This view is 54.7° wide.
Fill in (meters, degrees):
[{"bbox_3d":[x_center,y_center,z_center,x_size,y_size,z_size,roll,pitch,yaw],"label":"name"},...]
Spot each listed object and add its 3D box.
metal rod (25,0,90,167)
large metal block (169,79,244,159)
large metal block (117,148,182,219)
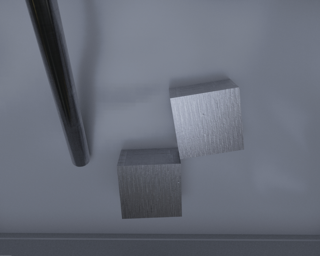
[{"bbox_3d":[-0.102,-0.055,0.316,0.025,0.025,0.298,2,139,-1],"label":"metal rod"},{"bbox_3d":[0.058,-0.012,0.394,0.080,0.050,0.079,-9,110,3],"label":"large metal block"},{"bbox_3d":[-0.012,0.075,0.425,0.081,0.050,0.079,-2,110,0],"label":"large metal block"}]
